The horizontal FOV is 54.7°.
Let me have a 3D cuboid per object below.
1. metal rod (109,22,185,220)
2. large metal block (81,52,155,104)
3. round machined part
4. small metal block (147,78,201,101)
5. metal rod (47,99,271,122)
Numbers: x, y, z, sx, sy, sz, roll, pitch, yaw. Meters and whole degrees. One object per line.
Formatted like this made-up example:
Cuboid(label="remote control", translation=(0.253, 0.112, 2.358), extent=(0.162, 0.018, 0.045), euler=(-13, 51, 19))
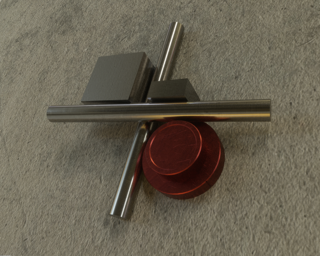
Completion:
Cuboid(label="metal rod", translation=(-0.011, -0.026, 0.426), extent=(0.025, 0.025, 0.300), euler=(2, 62, 29))
Cuboid(label="large metal block", translation=(-0.057, -0.061, 0.454), extent=(0.080, 0.050, 0.080), euler=(1, 62, 28))
Cuboid(label="round machined part", translation=(0.022, 0.030, 0.362), extent=(0.098, 0.042, 0.098), euler=(-13, 56, 20))
Cuboid(label="small metal block", translation=(0.019, -0.037, 0.401), extent=(0.050, 0.050, 0.025), euler=(-1, 61, 27))
Cuboid(label="metal rod", translation=(-0.018, -0.020, 0.394), extent=(0.301, 0.025, 0.025), euler=(0, 62, 23))
